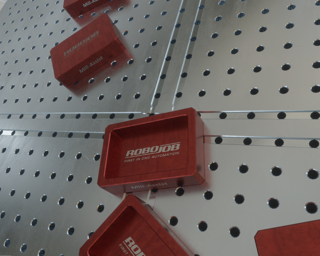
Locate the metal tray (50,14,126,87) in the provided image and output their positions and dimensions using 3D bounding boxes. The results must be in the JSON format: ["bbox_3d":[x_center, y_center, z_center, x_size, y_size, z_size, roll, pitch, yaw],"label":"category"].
[{"bbox_3d":[-0.134,-0.142,0.564,0.130,0.030,0.090,-31,52,8],"label":"metal tray"}]

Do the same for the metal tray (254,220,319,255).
[{"bbox_3d":[0.153,0.120,0.251,0.130,0.030,0.090,-17,55,18],"label":"metal tray"}]

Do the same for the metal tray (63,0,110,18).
[{"bbox_3d":[-0.143,-0.299,0.665,0.130,0.030,0.090,-18,54,17],"label":"metal tray"}]

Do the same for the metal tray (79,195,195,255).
[{"bbox_3d":[-0.018,0.145,0.326,0.090,0.030,0.130,-48,51,-6],"label":"metal tray"}]

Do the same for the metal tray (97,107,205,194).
[{"bbox_3d":[-0.012,0.030,0.393,0.130,0.030,0.090,-11,57,22],"label":"metal tray"}]
